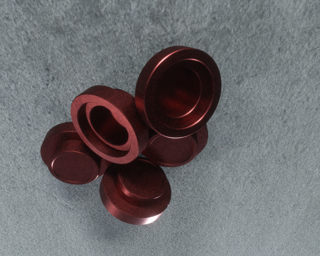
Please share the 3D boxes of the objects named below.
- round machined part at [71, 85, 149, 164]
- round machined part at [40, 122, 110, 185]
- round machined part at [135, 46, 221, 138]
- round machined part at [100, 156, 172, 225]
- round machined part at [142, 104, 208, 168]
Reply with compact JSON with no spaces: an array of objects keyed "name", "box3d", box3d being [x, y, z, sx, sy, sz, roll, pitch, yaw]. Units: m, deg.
[{"name":"round machined part","box3d":[-0.055,-0.008,0.370,0.098,0.042,0.097,20,134,23]},{"name":"round machined part","box3d":[-0.116,0.042,0.430,0.099,0.042,0.097,-1,130,0]},{"name":"round machined part","box3d":[0.016,-0.041,0.342,0.099,0.042,0.097,-13,116,-28]},{"name":"round machined part","box3d":[-0.029,0.078,0.424,0.099,0.098,0.042,16,131,-14]},{"name":"round machined part","box3d":[0.015,0.014,0.409,0.099,0.042,0.097,-1,130,0]}]
